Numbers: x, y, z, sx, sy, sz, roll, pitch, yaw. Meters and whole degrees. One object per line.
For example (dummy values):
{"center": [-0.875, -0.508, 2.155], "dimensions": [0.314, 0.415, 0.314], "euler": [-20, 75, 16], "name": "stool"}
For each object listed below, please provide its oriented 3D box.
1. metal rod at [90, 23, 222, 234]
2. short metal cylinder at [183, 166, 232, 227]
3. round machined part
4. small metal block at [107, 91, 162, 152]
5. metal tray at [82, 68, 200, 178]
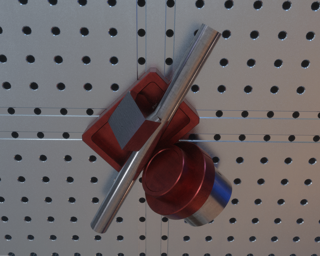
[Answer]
{"center": [-0.014, 0.014, 0.386], "dimensions": [0.025, 0.025, 0.298], "euler": [27, 108, -10], "name": "metal rod"}
{"center": [0.048, 0.083, 0.414], "dimensions": [0.080, 0.080, 0.050], "euler": [-41, 105, 13], "name": "short metal cylinder"}
{"center": [0.016, 0.060, 0.386], "dimensions": [0.098, 0.098, 0.042], "euler": [-44, 127, 14], "name": "round machined part"}
{"center": [-0.032, -0.008, 0.373], "dimensions": [0.025, 0.050, 0.050], "euler": [11, 127, -45], "name": "small metal block"}
{"center": [-0.025, -0.003, 0.408], "dimensions": [0.130, 0.030, 0.090], "euler": [-41, 106, 13], "name": "metal tray"}
